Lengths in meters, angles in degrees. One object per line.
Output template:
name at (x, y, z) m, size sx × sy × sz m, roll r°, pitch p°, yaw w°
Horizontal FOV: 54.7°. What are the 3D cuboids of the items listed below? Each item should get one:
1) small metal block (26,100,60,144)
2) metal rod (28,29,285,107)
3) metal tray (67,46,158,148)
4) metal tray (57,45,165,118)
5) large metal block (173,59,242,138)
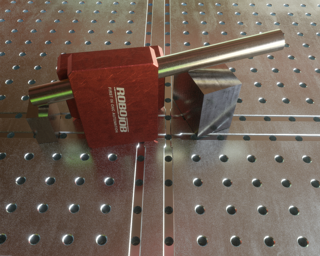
small metal block at (-0.150, -0.016, 0.402) m, size 0.025 × 0.050 × 0.050 m, roll -6°, pitch 51°, yaw -6°
metal rod at (-0.004, -0.071, 0.369) m, size 0.302 × 0.025 × 0.025 m, roll -13°, pitch 51°, yaw 1°
metal tray at (-0.049, -0.030, 0.364) m, size 0.091 × 0.129 × 0.030 m, roll -7°, pitch 51°, yaw -7°
metal tray at (-0.060, -0.059, 0.413) m, size 0.131 × 0.089 × 0.030 m, roll -7°, pitch 52°, yaw -6°
large metal block at (0.058, -0.048, 0.412) m, size 0.050 × 0.080 × 0.080 m, roll -18°, pitch 53°, yaw -15°
